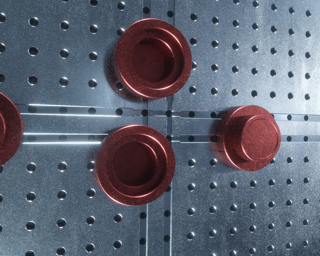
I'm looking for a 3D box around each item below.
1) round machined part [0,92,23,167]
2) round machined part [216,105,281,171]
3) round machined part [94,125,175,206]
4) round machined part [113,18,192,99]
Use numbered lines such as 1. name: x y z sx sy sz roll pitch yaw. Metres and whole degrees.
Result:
1. round machined part: -0.200 0.002 0.330 0.099 0.042 0.097 0 90 -20
2. round machined part: 0.136 0.015 0.453 0.099 0.042 0.097 0 90 -20
3. round machined part: -0.034 0.045 0.391 0.099 0.042 0.097 0 90 -20
4. round machined part: -0.012 -0.085 0.399 0.099 0.042 0.097 0 90 -20
